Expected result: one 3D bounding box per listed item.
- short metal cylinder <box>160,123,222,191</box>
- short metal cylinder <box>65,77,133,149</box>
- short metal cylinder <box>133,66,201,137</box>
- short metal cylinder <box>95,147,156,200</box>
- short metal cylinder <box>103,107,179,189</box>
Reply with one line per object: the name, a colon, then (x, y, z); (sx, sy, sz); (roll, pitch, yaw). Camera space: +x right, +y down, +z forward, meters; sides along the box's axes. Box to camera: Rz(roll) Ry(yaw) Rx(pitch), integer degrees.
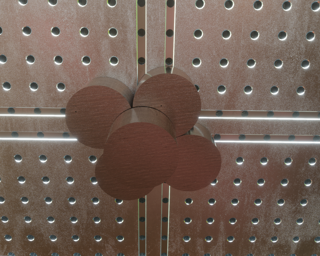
short metal cylinder: (0.037, 0.037, 0.413); (0.081, 0.050, 0.079); (0, 110, -1)
short metal cylinder: (-0.072, -0.020, 0.391); (0.081, 0.050, 0.079); (0, 110, -1)
short metal cylinder: (0.008, -0.033, 0.387); (0.081, 0.050, 0.079); (0, 110, -1)
short metal cylinder: (-0.042, 0.049, 0.417); (0.081, 0.050, 0.079); (0, 110, -1)
short metal cylinder: (-0.020, 0.022, 0.352); (0.081, 0.050, 0.079); (-1, 112, -1)
